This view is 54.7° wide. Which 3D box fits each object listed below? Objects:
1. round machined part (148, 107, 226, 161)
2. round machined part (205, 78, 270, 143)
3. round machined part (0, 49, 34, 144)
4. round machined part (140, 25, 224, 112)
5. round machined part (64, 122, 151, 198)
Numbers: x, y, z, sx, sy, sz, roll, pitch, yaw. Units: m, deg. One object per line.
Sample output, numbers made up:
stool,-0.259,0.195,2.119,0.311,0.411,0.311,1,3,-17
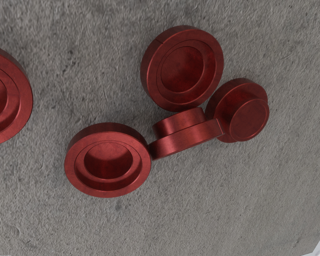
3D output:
round machined part,0.029,0.005,0.392,0.099,0.098,0.042,-19,83,-17
round machined part,0.117,-0.019,0.448,0.099,0.042,0.097,-14,124,-21
round machined part,-0.170,-0.033,0.282,0.099,0.042,0.097,-14,124,-21
round machined part,0.022,-0.071,0.364,0.099,0.042,0.097,-14,124,-21
round machined part,-0.061,0.034,0.372,0.099,0.042,0.097,-5,123,-7
